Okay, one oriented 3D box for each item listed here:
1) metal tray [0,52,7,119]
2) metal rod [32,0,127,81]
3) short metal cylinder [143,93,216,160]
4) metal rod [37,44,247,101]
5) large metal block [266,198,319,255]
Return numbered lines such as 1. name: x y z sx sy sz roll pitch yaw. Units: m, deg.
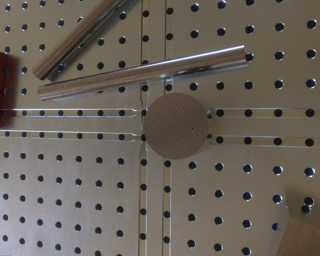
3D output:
1. metal tray: -0.308 -0.066 0.515 0.090 0.030 0.129 9 93 19
2. metal rod: -0.073 -0.172 0.437 0.300 0.025 0.025 -38 78 15
3. short metal cylinder: 0.026 -0.002 0.389 0.080 0.050 0.079 0 90 19
4. metal rod: -0.037 -0.071 0.424 0.301 0.025 0.025 -7 88 19
5. large metal block: 0.149 0.130 0.331 0.050 0.080 0.080 18 96 19
